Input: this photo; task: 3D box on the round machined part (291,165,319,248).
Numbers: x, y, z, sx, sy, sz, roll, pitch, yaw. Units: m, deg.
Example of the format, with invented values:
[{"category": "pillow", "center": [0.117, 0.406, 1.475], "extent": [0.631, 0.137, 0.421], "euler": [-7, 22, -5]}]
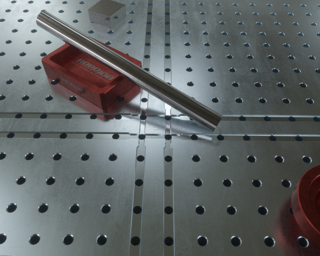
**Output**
[{"category": "round machined part", "center": [0.188, 0.089, 0.324], "extent": [0.099, 0.042, 0.098], "euler": [0, 50, 0]}]

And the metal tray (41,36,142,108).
[{"category": "metal tray", "center": [-0.104, -0.092, 0.480], "extent": [0.130, 0.030, 0.090], "euler": [30, 56, 22]}]

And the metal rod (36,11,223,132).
[{"category": "metal rod", "center": [-0.048, -0.084, 0.437], "extent": [0.301, 0.025, 0.025], "euler": [32, 56, 9]}]

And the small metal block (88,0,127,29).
[{"category": "small metal block", "center": [-0.100, -0.219, 0.590], "extent": [0.050, 0.025, 0.050], "euler": [23, 54, 18]}]
